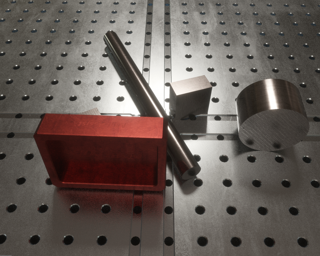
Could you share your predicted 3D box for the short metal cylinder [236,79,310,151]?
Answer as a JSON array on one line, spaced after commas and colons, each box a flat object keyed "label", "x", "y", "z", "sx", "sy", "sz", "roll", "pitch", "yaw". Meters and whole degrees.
[{"label": "short metal cylinder", "x": 0.137, "y": -0.015, "z": 0.386, "sx": 0.080, "sy": 0.080, "sz": 0.050, "roll": 4, "pitch": 50, "yaw": 3}]

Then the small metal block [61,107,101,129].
[{"label": "small metal block", "x": -0.095, "y": 0.006, "z": 0.401, "sx": 0.050, "sy": 0.025, "sz": 0.050, "roll": -22, "pitch": 54, "yaw": -18}]

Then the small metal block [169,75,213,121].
[{"label": "small metal block", "x": 0.041, "y": -0.041, "z": 0.426, "sx": 0.050, "sy": 0.050, "sz": 0.025, "roll": -15, "pitch": 52, "yaw": -12}]

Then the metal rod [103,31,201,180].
[{"label": "metal rod", "x": -0.025, "y": -0.052, "z": 0.450, "sx": 0.025, "sy": 0.025, "sz": 0.300, "roll": -19, "pitch": 53, "yaw": -16}]

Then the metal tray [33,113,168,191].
[{"label": "metal tray", "x": -0.058, "y": 0.029, "z": 0.338, "sx": 0.131, "sy": 0.089, "sz": 0.030, "roll": 2, "pitch": 44, "yaw": 1}]
